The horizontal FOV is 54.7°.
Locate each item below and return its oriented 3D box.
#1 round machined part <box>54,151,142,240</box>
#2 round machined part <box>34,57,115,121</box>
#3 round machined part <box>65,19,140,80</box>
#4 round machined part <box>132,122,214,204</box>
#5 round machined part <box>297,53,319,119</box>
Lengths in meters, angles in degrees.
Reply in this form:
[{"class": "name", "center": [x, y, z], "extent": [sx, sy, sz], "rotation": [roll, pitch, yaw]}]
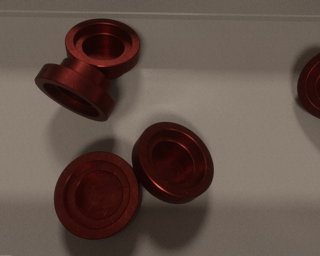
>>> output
[{"class": "round machined part", "center": [-0.069, 0.080, 0.367], "extent": [0.099, 0.042, 0.098], "rotation": [-2, 73, 5]}, {"class": "round machined part", "center": [-0.100, -0.051, 0.388], "extent": [0.098, 0.098, 0.042], "rotation": [23, 72, 8]}, {"class": "round machined part", "center": [-0.078, -0.104, 0.429], "extent": [0.099, 0.042, 0.098], "rotation": [4, 54, -6]}, {"class": "round machined part", "center": [0.012, 0.044, 0.370], "extent": [0.099, 0.042, 0.098], "rotation": [16, 51, -21]}, {"class": "round machined part", "center": [0.238, -0.054, 0.406], "extent": [0.098, 0.042, 0.097], "rotation": [-8, 78, 41]}]
